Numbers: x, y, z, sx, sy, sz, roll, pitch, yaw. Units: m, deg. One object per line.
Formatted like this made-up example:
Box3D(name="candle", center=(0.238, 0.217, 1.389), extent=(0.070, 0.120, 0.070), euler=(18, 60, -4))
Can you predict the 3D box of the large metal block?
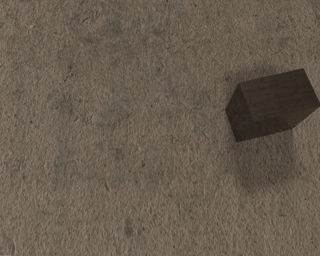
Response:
Box3D(name="large metal block", center=(0.136, -0.025, 0.390), extent=(0.081, 0.080, 0.050), euler=(-13, 71, -5))
